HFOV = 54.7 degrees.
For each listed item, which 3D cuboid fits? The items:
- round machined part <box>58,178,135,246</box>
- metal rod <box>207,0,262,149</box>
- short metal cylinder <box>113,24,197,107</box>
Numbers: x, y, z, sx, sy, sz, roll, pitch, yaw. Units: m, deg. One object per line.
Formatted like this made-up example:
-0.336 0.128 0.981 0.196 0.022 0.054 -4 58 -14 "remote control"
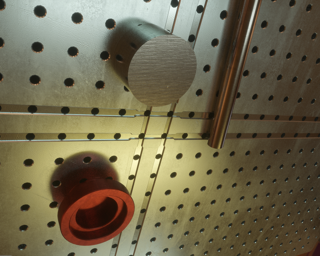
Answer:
-0.088 0.108 0.419 0.099 0.042 0.097 -14 124 -21 "round machined part"
0.103 -0.105 0.402 0.025 0.025 0.298 -6 121 -25 "metal rod"
-0.006 -0.071 0.348 0.081 0.050 0.079 -14 124 -21 "short metal cylinder"
